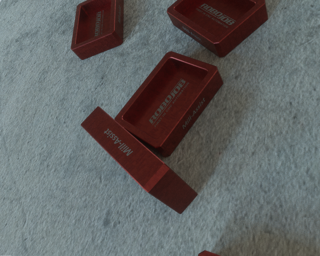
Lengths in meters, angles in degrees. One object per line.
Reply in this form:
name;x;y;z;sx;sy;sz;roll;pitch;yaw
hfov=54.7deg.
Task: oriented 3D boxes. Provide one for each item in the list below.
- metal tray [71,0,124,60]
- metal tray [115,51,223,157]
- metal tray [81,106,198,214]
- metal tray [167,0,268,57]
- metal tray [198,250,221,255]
metal tray;-0.115;-0.196;0.578;0.090;0.030;0.130;-16;55;18
metal tray;0.011;-0.036;0.415;0.090;0.030;0.130;30;78;37
metal tray;-0.025;0.035;0.352;0.030;0.090;0.130;-48;52;-5
metal tray;0.081;-0.170;0.461;0.090;0.030;0.130;-41;51;0
metal tray;0.083;0.167;0.254;0.130;0.030;0.090;8;66;31
